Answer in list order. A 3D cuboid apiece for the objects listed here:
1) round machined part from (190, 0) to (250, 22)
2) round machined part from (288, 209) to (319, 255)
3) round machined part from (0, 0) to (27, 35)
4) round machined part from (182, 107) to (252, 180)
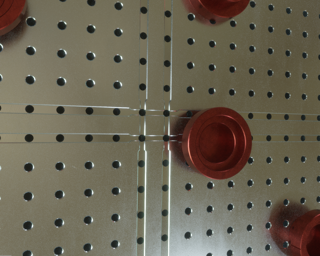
[{"bbox_3d":[0.090,-0.206,0.438,0.099,0.042,0.097,0,90,-20],"label":"round machined part"},{"bbox_3d":[0.248,0.179,0.498,0.099,0.042,0.097,0,90,-21],"label":"round machined part"},{"bbox_3d":[-0.196,-0.144,0.331,0.099,0.042,0.097,0,90,-21],"label":"round machined part"},{"bbox_3d":[0.075,0.020,0.433,0.099,0.042,0.097,0,90,-21],"label":"round machined part"}]
